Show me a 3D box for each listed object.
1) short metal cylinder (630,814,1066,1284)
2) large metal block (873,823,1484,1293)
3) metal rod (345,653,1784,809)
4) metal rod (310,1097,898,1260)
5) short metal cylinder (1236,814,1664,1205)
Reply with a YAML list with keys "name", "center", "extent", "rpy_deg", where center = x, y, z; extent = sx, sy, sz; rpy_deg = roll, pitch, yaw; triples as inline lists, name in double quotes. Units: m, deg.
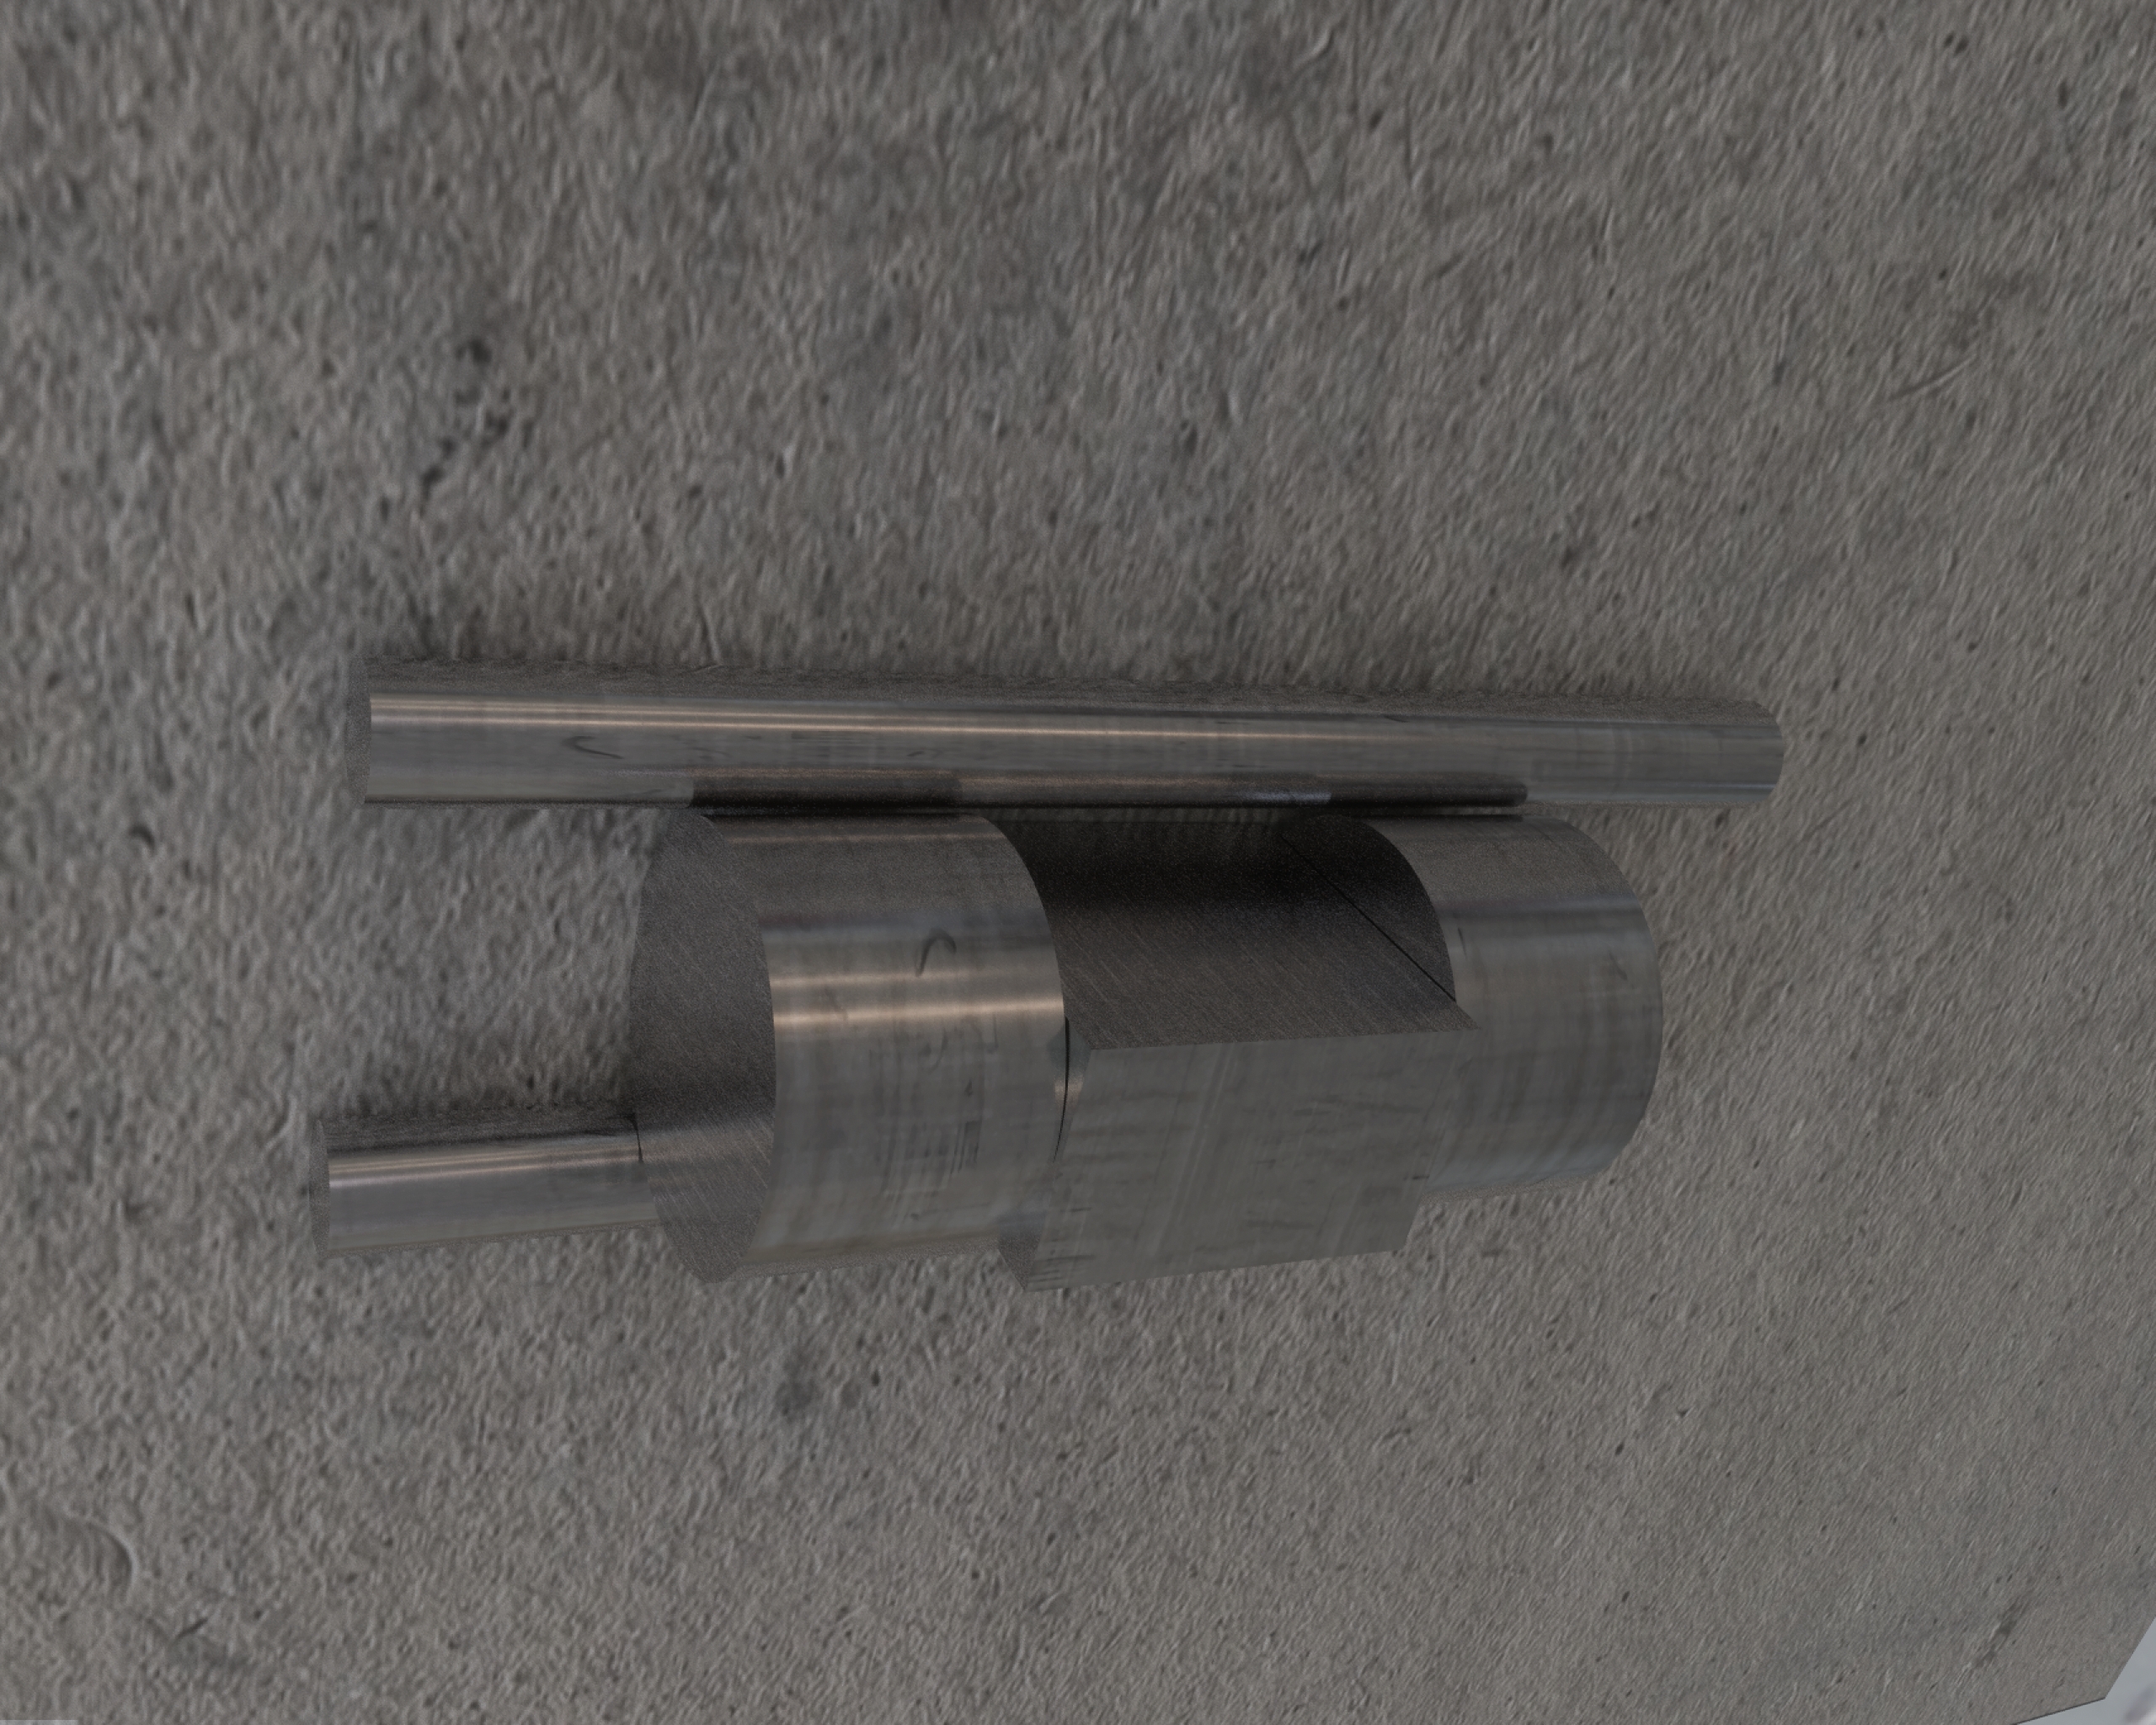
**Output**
- name: "short metal cylinder"
  center: [-0.043, 0.031, 0.368]
  extent: [0.050, 0.080, 0.079]
  rpy_deg: [-1, 119, -28]
- name: "large metal block"
  center: [0.015, 0.033, 0.398]
  extent: [0.081, 0.080, 0.050]
  rpy_deg: [0, 119, -29]
- name: "metal rod"
  center: [0.018, -0.023, 0.404]
  extent: [0.303, 0.025, 0.025]
  rpy_deg: [-1, 119, -28]
- name: "metal rod"
  center: [-0.002, 0.056, 0.442]
  extent: [0.303, 0.025, 0.025]
  rpy_deg: [-1, 119, -28]
- name: "short metal cylinder"
  center: [0.073, 0.030, 0.430]
  extent: [0.050, 0.080, 0.079]
  rpy_deg: [-1, 119, -28]
